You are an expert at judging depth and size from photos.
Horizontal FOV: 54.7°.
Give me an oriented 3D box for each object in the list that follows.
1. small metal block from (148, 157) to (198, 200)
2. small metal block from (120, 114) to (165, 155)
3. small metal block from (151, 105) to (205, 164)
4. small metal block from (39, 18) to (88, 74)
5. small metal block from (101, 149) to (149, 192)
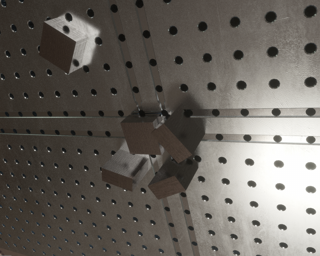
[{"bbox_3d":[0.018,0.067,0.426,0.050,0.050,0.025,-28,103,37],"label":"small metal block"},{"bbox_3d":[-0.021,0.009,0.426,0.050,0.025,0.050,-1,118,28],"label":"small metal block"},{"bbox_3d":[0.024,0.007,0.386,0.050,0.050,0.025,48,129,-6],"label":"small metal block"},{"bbox_3d":[-0.128,-0.109,0.410,0.050,0.025,0.050,33,129,6],"label":"small metal block"},{"bbox_3d":[-0.051,0.061,0.458,0.050,0.050,0.025,16,125,18],"label":"small metal block"}]
